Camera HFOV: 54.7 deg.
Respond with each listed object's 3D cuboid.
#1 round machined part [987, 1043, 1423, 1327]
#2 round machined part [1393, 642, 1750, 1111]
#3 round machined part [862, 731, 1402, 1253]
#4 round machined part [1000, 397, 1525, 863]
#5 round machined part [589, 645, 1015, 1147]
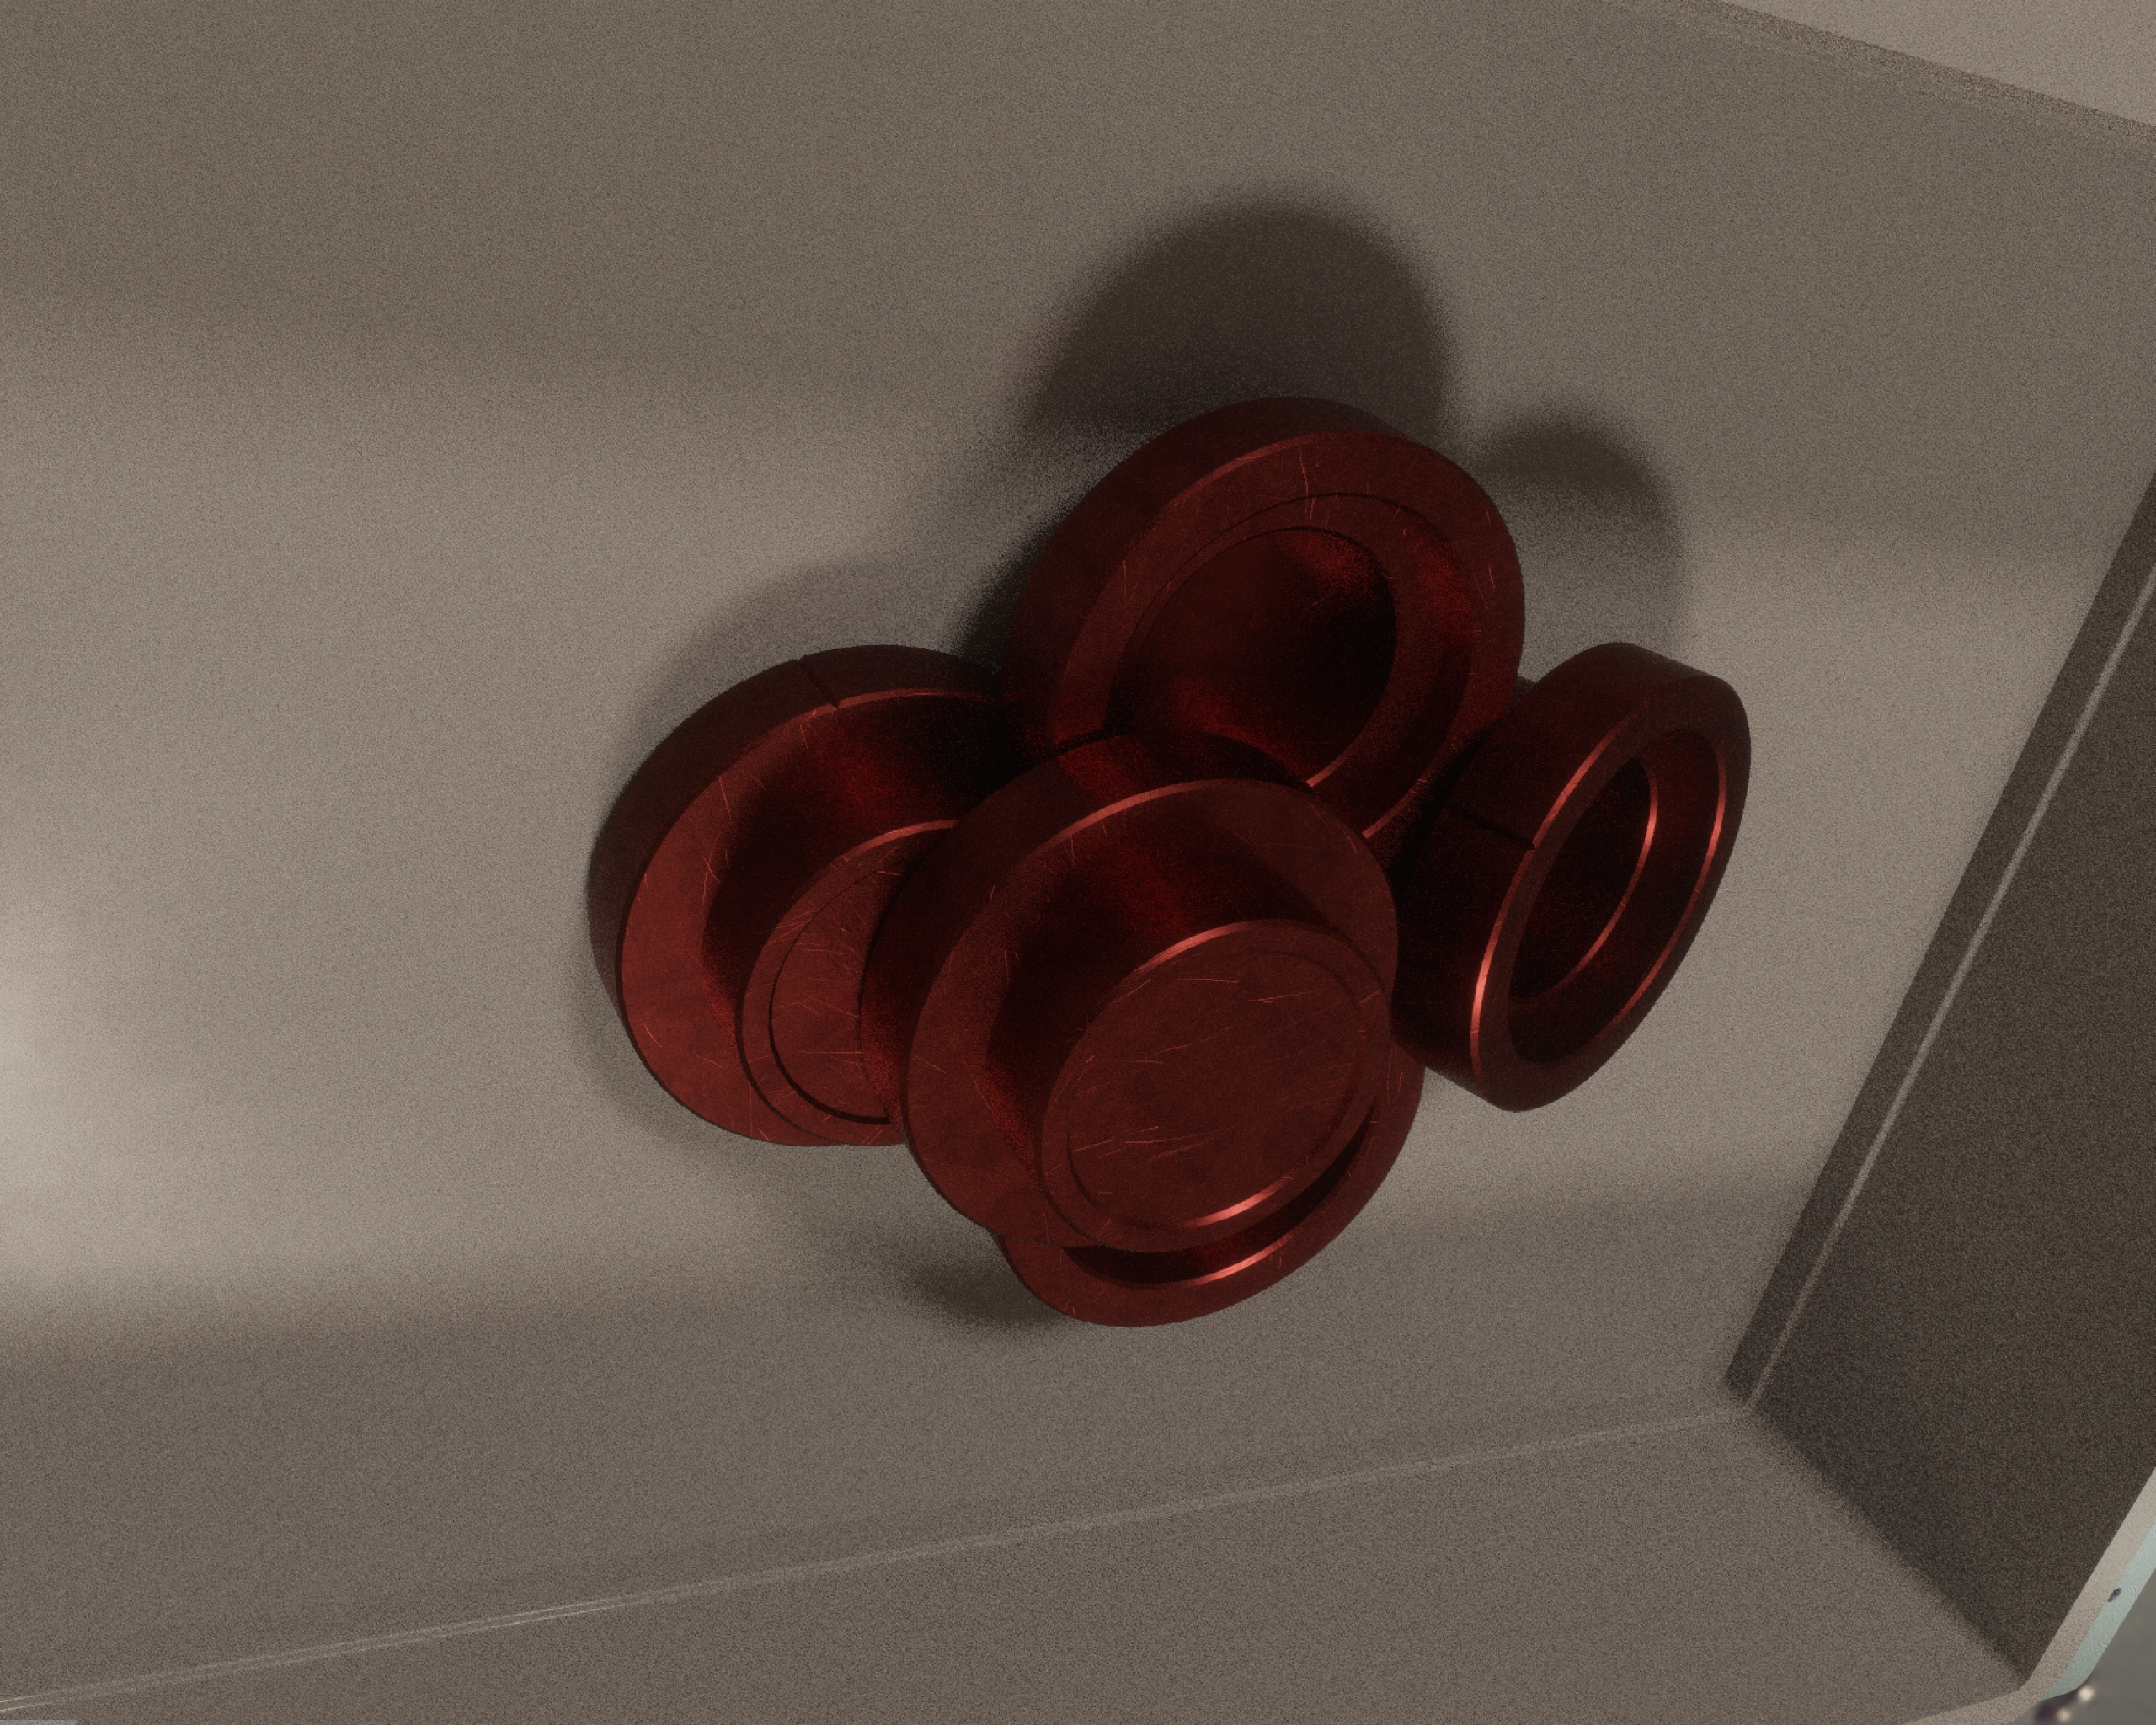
[{"bbox_3d":[0.020,0.046,0.436,0.099,0.042,0.097,-14,125,-21],"label":"round machined part"},{"bbox_3d":[0.095,-0.001,0.435,0.099,0.042,0.097,-30,135,-35],"label":"round machined part"},{"bbox_3d":[0.015,0.029,0.367,0.099,0.042,0.097,-14,125,-21],"label":"round machined part"},{"bbox_3d":[0.030,-0.040,0.389,0.099,0.042,0.097,-14,125,-21],"label":"round machined part"},{"bbox_3d":[-0.036,0.013,0.383,0.099,0.042,0.097,-14,125,-21],"label":"round machined part"}]
